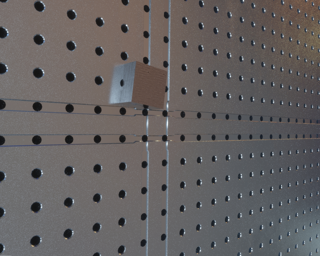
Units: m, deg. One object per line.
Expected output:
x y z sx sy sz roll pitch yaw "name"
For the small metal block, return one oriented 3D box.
-0.020 -0.053 0.394 0.050 0.025 0.050 10 84 -40 "small metal block"
